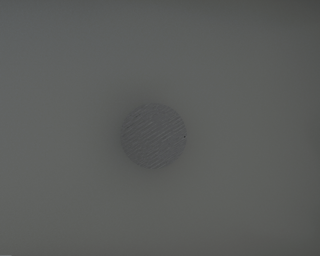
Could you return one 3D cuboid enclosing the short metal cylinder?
[{"bbox_3d":[-0.008,0.010,0.399,0.081,0.050,0.079,0,90,-1],"label":"short metal cylinder"}]
